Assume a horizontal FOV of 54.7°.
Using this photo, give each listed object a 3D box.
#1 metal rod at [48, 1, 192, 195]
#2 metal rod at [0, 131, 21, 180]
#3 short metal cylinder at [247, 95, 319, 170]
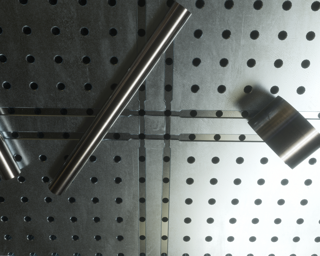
[{"bbox_3d":[-0.060,-0.027,0.402,0.025,0.025,0.299,34,106,-12],"label":"metal rod"},{"bbox_3d":[-0.252,-0.067,0.385,0.025,0.025,0.298,-16,110,5],"label":"metal rod"},{"bbox_3d":[0.157,0.005,0.388,0.080,0.080,0.050,42,105,-14],"label":"short metal cylinder"}]
